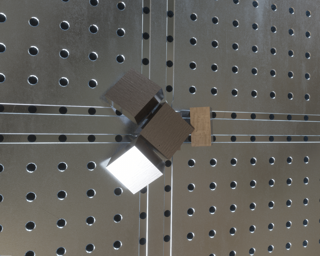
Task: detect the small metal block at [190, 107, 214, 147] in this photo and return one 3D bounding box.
[{"bbox_3d":[0.057,-0.002,0.417,0.025,0.050,0.050,-2,91,13],"label":"small metal block"}]

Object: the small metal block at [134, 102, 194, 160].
[{"bbox_3d":[0.005,0.004,0.387,0.050,0.025,0.050,43,76,-16],"label":"small metal block"}]

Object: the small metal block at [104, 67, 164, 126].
[{"bbox_3d":[-0.031,-0.040,0.388,0.050,0.025,0.050,36,75,20],"label":"small metal block"}]

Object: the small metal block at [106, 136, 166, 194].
[{"bbox_3d":[-0.030,0.047,0.388,0.050,0.025,0.050,-38,105,22],"label":"small metal block"}]

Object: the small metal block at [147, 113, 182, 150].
[{"bbox_3d":[0.000,0.004,0.412,0.050,0.025,0.050,2,92,-20],"label":"small metal block"}]
